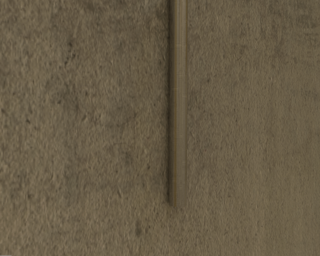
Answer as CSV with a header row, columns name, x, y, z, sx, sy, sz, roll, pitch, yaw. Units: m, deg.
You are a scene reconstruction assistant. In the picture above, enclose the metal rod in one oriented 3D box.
name,x,y,z,sx,sy,sz,roll,pitch,yaw
metal rod,0.025,-0.043,0.427,0.025,0.025,0.298,0,90,-40
